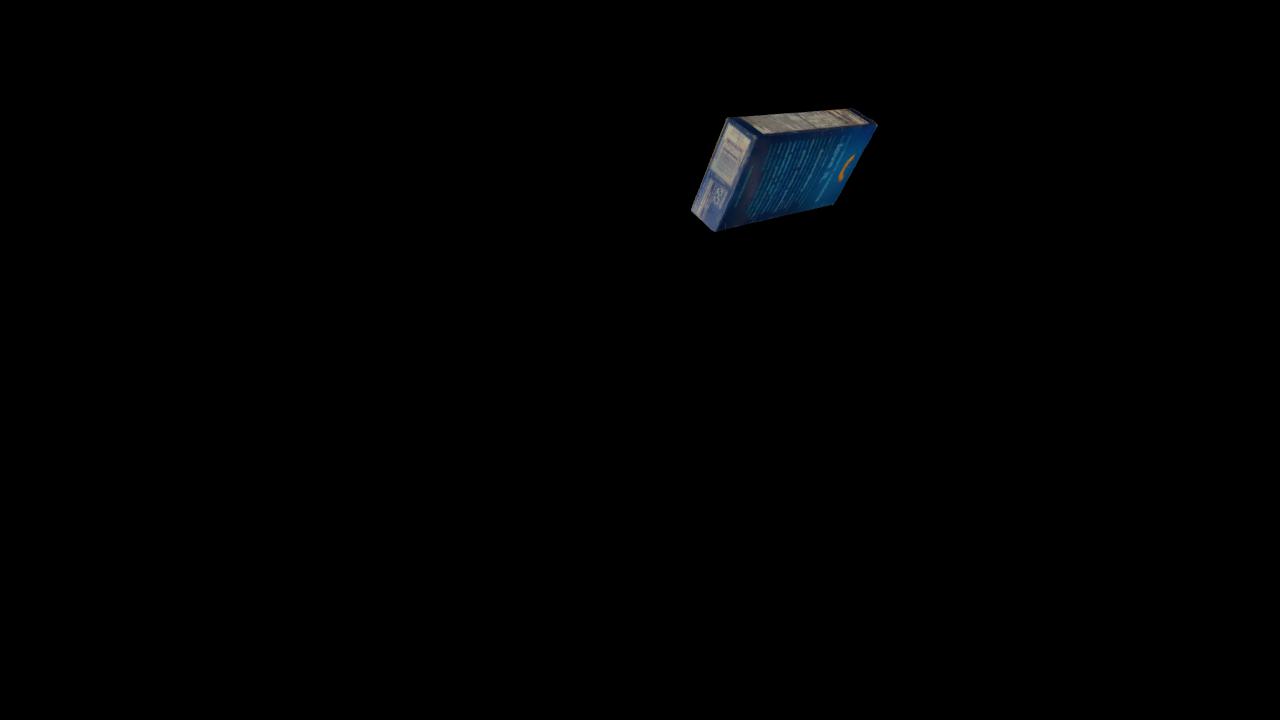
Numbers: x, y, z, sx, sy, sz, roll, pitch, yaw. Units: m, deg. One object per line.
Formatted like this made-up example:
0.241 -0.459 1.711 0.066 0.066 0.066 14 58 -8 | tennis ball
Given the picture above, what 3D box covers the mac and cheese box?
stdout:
0.137 -0.180 0.572 0.184 0.093 0.041 -20 55 -37 | mac and cheese box
